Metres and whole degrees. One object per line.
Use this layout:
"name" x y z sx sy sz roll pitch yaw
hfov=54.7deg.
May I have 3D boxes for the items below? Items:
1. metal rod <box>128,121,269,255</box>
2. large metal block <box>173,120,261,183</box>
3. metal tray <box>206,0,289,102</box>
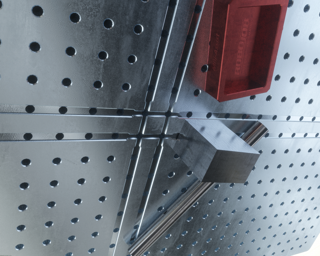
"metal rod" 0.061 0.103 0.510 0.300 0.025 0.025 -45 130 3
"large metal block" 0.078 0.034 0.441 0.081 0.080 0.050 8 114 -32
"metal tray" 0.111 -0.104 0.406 0.091 0.030 0.129 -13 124 -22
